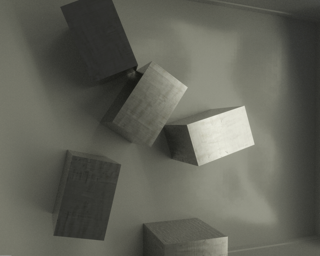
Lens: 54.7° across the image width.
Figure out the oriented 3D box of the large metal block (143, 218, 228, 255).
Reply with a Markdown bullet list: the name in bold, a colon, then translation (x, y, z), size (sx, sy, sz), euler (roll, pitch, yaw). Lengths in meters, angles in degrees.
- **large metal block**: translation (0.029, 0.153, 0.392), size (0.081, 0.080, 0.050), euler (1, 90, -20)

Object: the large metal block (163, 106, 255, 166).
- **large metal block**: translation (0.060, 0.008, 0.403), size (0.081, 0.080, 0.050), euler (-18, 96, -19)

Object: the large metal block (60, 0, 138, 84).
- **large metal block**: translation (-0.065, -0.096, 0.352), size (0.050, 0.080, 0.080), euler (-22, 98, -3)

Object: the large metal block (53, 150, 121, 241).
- **large metal block**: translation (-0.086, 0.071, 0.350), size (0.050, 0.080, 0.080), euler (14, 86, -20)

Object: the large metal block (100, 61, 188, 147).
- **large metal block**: translation (-0.023, -0.026, 0.373), size (0.050, 0.080, 0.080), euler (35, 79, -17)
